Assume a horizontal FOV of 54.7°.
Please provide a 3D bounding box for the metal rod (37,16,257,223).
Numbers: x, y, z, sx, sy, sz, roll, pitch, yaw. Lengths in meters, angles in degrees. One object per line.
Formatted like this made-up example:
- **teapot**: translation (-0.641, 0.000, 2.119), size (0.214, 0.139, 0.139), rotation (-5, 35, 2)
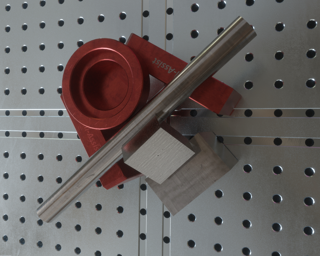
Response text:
- **metal rod**: translation (-0.026, 0.003, 0.325), size (0.299, 0.025, 0.025), rotation (-42, 77, 14)

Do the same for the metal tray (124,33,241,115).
- **metal tray**: translation (0.028, -0.061, 0.367), size (0.130, 0.090, 0.030), rotation (33, 102, 16)

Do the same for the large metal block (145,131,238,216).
- **large metal block**: translation (0.041, 0.050, 0.365), size (0.080, 0.080, 0.050), rotation (-43, 77, 15)

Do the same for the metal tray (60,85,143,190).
- **metal tray**: translation (-0.065, 0.008, 0.399), size (0.030, 0.090, 0.130), rotation (-31, 80, 17)

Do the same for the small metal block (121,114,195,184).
- **small metal block**: translation (-0.002, 0.022, 0.312), size (0.050, 0.050, 0.025), rotation (-44, 32, 14)

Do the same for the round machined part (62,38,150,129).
- **round machined part**: translation (-0.056, -0.047, 0.349), size (0.098, 0.042, 0.097), rotation (0, 90, 19)
